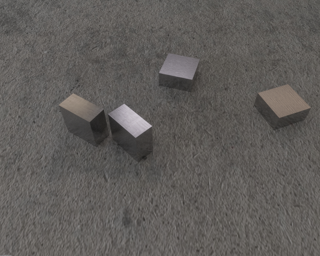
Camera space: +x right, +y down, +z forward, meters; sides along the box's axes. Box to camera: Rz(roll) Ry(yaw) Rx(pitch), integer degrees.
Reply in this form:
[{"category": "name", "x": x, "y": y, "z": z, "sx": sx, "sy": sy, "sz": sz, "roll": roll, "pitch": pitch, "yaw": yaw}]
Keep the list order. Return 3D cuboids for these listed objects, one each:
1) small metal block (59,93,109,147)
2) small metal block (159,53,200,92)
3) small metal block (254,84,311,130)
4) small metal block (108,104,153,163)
[{"category": "small metal block", "x": -0.096, "y": -0.009, "z": 0.394, "sx": 0.050, "sy": 0.050, "sz": 0.025, "roll": 27, "pitch": 55, "yaw": 21}, {"category": "small metal block", "x": 0.030, "y": -0.085, "z": 0.475, "sx": 0.050, "sy": 0.025, "sz": 0.050, "roll": 14, "pitch": 51, "yaw": 11}, {"category": "small metal block", "x": 0.168, "y": -0.030, "z": 0.429, "sx": 0.050, "sy": 0.025, "sz": 0.050, "roll": -17, "pitch": 52, "yaw": -14}, {"category": "small metal block", "x": -0.035, "y": 0.007, "z": 0.381, "sx": 0.025, "sy": 0.050, "sz": 0.050, "roll": -37, "pitch": 59, "yaw": -26}]
